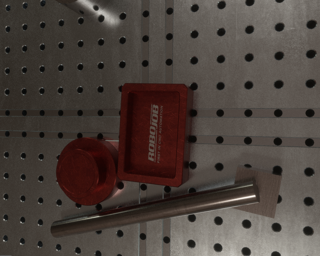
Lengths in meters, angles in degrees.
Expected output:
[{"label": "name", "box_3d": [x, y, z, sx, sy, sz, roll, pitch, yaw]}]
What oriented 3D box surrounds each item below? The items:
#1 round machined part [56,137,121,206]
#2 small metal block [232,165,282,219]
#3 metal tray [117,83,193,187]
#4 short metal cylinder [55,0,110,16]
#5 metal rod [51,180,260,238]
[{"label": "round machined part", "box_3d": [-0.106, 0.062, 0.440, 0.098, 0.042, 0.097, 0, 90, 19]}, {"label": "small metal block", "box_3d": [0.115, 0.075, 0.372, 0.050, 0.025, 0.050, 10, 93, 19]}, {"label": "metal tray", "box_3d": [-0.007, 0.007, 0.411, 0.090, 0.030, 0.129, 4, 91, 19]}, {"label": "short metal cylinder", "box_3d": [-0.113, -0.207, 0.438, 0.080, 0.050, 0.079, 0, 90, 19]}, {"label": "metal rod", "box_3d": [-0.024, 0.111, 0.405, 0.300, 0.025, 0.025, -17, 84, 24]}]
